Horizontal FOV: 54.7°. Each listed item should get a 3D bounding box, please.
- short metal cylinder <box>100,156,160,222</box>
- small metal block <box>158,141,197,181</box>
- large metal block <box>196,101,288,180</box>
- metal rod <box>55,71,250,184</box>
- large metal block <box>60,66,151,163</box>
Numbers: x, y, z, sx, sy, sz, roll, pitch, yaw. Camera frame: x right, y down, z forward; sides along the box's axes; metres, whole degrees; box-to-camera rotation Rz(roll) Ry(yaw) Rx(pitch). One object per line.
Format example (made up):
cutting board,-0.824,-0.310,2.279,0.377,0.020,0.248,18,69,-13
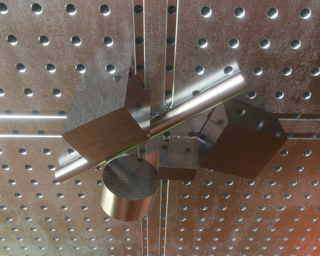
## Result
short metal cylinder,-0.045,0.086,0.448,0.081,0.080,0.050,9,130,-8
small metal block,0.023,0.046,0.435,0.050,0.050,0.025,4,130,-4
large metal block,0.103,0.016,0.407,0.081,0.050,0.079,15,129,-13
metal rod,-0.025,0.008,0.418,0.300,0.025,0.025,-27,125,21
large metal block,-0.059,-0.016,0.362,0.080,0.080,0.050,-22,127,17
